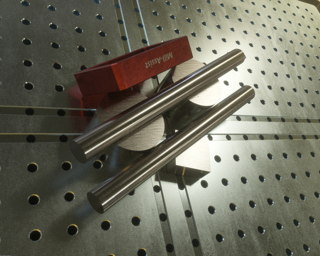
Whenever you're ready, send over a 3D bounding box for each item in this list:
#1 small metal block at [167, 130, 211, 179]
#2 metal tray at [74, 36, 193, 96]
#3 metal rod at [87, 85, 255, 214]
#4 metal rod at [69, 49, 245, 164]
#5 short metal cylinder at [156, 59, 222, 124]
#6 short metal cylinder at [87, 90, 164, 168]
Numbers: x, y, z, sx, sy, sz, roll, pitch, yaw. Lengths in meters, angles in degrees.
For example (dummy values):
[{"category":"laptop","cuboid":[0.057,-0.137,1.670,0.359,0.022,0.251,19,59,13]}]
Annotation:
[{"category":"small metal block","cuboid":[0.037,0.035,0.407,0.050,0.025,0.050,14,56,-21]},{"category":"metal tray","cuboid":[-0.031,-0.081,0.398,0.131,0.090,0.030,-33,112,-38]},{"category":"metal rod","cuboid":[0.038,0.008,0.391,0.302,0.025,0.025,-33,80,-38]},{"category":"metal rod","cuboid":[0.021,-0.044,0.382,0.302,0.025,0.025,-34,81,-38]},{"category":"short metal cylinder","cuboid":[0.041,-0.053,0.449,0.081,0.050,0.080,14,56,-21]},{"category":"short metal cylinder","cuboid":[-0.042,0.001,0.370,0.081,0.050,0.080,14,56,-21]}]
